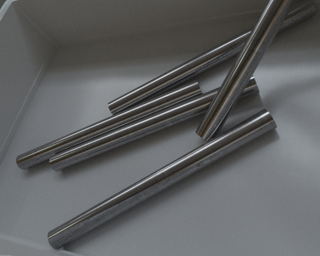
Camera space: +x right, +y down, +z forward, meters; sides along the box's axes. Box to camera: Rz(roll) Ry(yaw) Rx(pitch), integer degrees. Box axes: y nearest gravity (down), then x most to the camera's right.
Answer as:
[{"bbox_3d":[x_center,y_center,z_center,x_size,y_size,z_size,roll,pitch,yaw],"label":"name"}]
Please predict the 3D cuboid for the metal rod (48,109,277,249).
[{"bbox_3d":[-0.004,0.065,0.368,0.300,0.025,0.025,-31,52,8],"label":"metal rod"}]

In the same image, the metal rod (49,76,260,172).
[{"bbox_3d":[-0.018,-0.001,0.416,0.301,0.025,0.025,-22,54,15],"label":"metal rod"}]

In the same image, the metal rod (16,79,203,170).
[{"bbox_3d":[-0.081,0.001,0.447,0.301,0.025,0.025,-22,54,15],"label":"metal rod"}]

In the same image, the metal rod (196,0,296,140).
[{"bbox_3d":[0.119,-0.117,0.331,0.025,0.025,0.298,41,112,39],"label":"metal rod"}]

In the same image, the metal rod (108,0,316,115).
[{"bbox_3d":[0.062,-0.092,0.429,0.300,0.025,0.025,-26,53,11],"label":"metal rod"}]
